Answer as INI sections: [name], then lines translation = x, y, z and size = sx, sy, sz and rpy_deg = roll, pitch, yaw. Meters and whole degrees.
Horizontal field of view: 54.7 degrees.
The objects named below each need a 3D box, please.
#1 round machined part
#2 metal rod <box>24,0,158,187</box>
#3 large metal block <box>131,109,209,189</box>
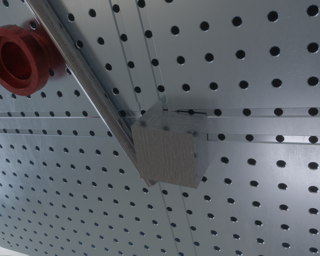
[round machined part]
translation = -0.198, -0.098, 0.444
size = 0.098, 0.042, 0.097
rpy_deg = 13, 124, 21
[metal rod]
translation = -0.086, -0.043, 0.429
size = 0.025, 0.025, 0.299
rpy_deg = -21, 108, 36
[large metal block]
translation = 0.015, 0.025, 0.403
size = 0.080, 0.050, 0.079
rpy_deg = 7, 122, 24
